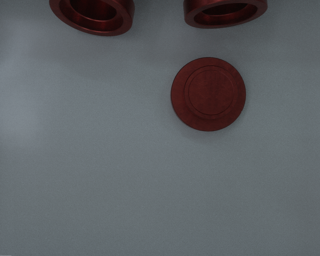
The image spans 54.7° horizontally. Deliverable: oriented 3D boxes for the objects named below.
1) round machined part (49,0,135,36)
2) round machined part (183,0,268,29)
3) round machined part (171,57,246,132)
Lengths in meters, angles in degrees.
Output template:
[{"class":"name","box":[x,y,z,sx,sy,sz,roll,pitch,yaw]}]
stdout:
[{"class":"round machined part","box":[-0.079,-0.155,0.375,0.099,0.098,0.042,8,78,0]},{"class":"round machined part","box":[0.077,-0.157,0.375,0.099,0.098,0.042,-5,90,0]},{"class":"round machined part","box":[0.063,-0.044,0.403,0.099,0.042,0.097,0,90,0]}]
